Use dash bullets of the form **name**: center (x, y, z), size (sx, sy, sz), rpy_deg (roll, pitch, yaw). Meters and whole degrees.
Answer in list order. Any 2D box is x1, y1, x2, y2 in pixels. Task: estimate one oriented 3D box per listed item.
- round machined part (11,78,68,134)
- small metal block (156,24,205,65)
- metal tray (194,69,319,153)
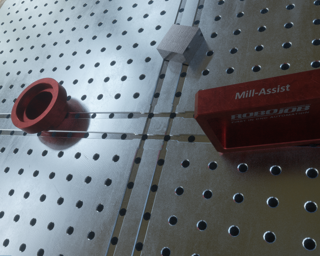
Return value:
- **round machined part**: center (-0.195, -0.033, 0.520), size (0.098, 0.042, 0.098), rpy_deg (-13, 56, 21)
- **small metal block**: center (0.031, -0.128, 0.470), size (0.050, 0.025, 0.050), rpy_deg (22, 73, 36)
- **metal tray**: center (0.111, -0.012, 0.315), size (0.130, 0.090, 0.030), rpy_deg (-8, 59, 24)
